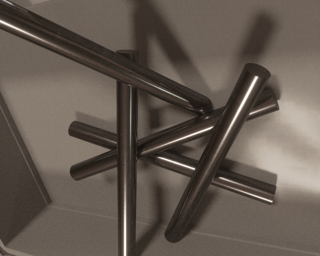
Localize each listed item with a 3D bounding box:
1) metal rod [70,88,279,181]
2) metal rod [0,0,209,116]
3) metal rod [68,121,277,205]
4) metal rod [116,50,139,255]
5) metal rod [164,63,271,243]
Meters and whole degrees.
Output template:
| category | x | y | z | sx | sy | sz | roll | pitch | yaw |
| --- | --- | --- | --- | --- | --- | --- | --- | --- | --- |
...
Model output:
| category | x | y | z | sx | sy | sz | roll | pitch | yaw |
| --- | --- | --- | --- | --- | --- | --- | --- | --- | --- |
| metal rod | -0.002 | 0.018 | 0.396 | 0.300 | 0.025 | 0.025 | -22 | 107 | 28 |
| metal rod | -0.073 | -0.073 | 0.296 | 0.302 | 0.025 | 0.025 | 21 | 136 | -29 |
| metal rod | 0.004 | 0.042 | 0.431 | 0.301 | 0.025 | 0.025 | 17 | 125 | 18 |
| metal rod | -0.042 | 0.053 | 0.396 | 0.025 | 0.025 | 0.298 | 12 | 115 | 21 |
| metal rod | 0.054 | 0.056 | 0.378 | 0.025 | 0.025 | 0.298 | 27 | 131 | 11 |
